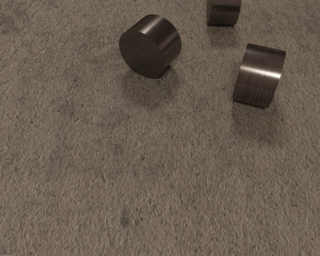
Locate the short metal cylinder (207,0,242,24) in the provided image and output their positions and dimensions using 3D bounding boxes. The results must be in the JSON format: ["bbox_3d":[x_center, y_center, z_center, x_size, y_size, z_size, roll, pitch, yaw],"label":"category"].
[{"bbox_3d":[0.115,-0.231,0.563,0.050,0.080,0.080,3,50,2],"label":"short metal cylinder"}]

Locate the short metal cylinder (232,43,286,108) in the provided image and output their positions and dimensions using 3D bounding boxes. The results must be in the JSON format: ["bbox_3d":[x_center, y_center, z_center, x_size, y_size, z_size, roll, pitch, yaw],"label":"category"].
[{"bbox_3d":[0.136,-0.073,0.430,0.050,0.080,0.080,16,52,13],"label":"short metal cylinder"}]

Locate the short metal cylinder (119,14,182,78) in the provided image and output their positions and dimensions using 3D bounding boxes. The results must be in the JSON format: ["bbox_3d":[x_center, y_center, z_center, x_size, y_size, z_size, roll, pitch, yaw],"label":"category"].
[{"bbox_3d":[-0.015,-0.124,0.471,0.080,0.080,0.050,26,55,19],"label":"short metal cylinder"}]
